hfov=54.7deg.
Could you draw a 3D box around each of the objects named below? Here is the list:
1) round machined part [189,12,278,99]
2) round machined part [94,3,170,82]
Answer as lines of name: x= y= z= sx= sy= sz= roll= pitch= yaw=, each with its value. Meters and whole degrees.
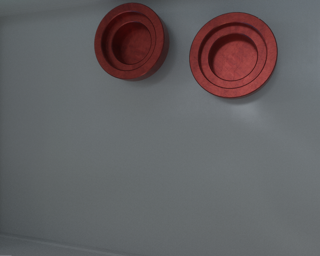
round machined part: x=0.088 y=-0.083 z=0.370 sx=0.098 sy=0.042 sz=0.097 roll=0 pitch=90 yaw=19
round machined part: x=-0.034 y=-0.110 z=0.412 sx=0.098 sy=0.042 sz=0.097 roll=0 pitch=90 yaw=19
